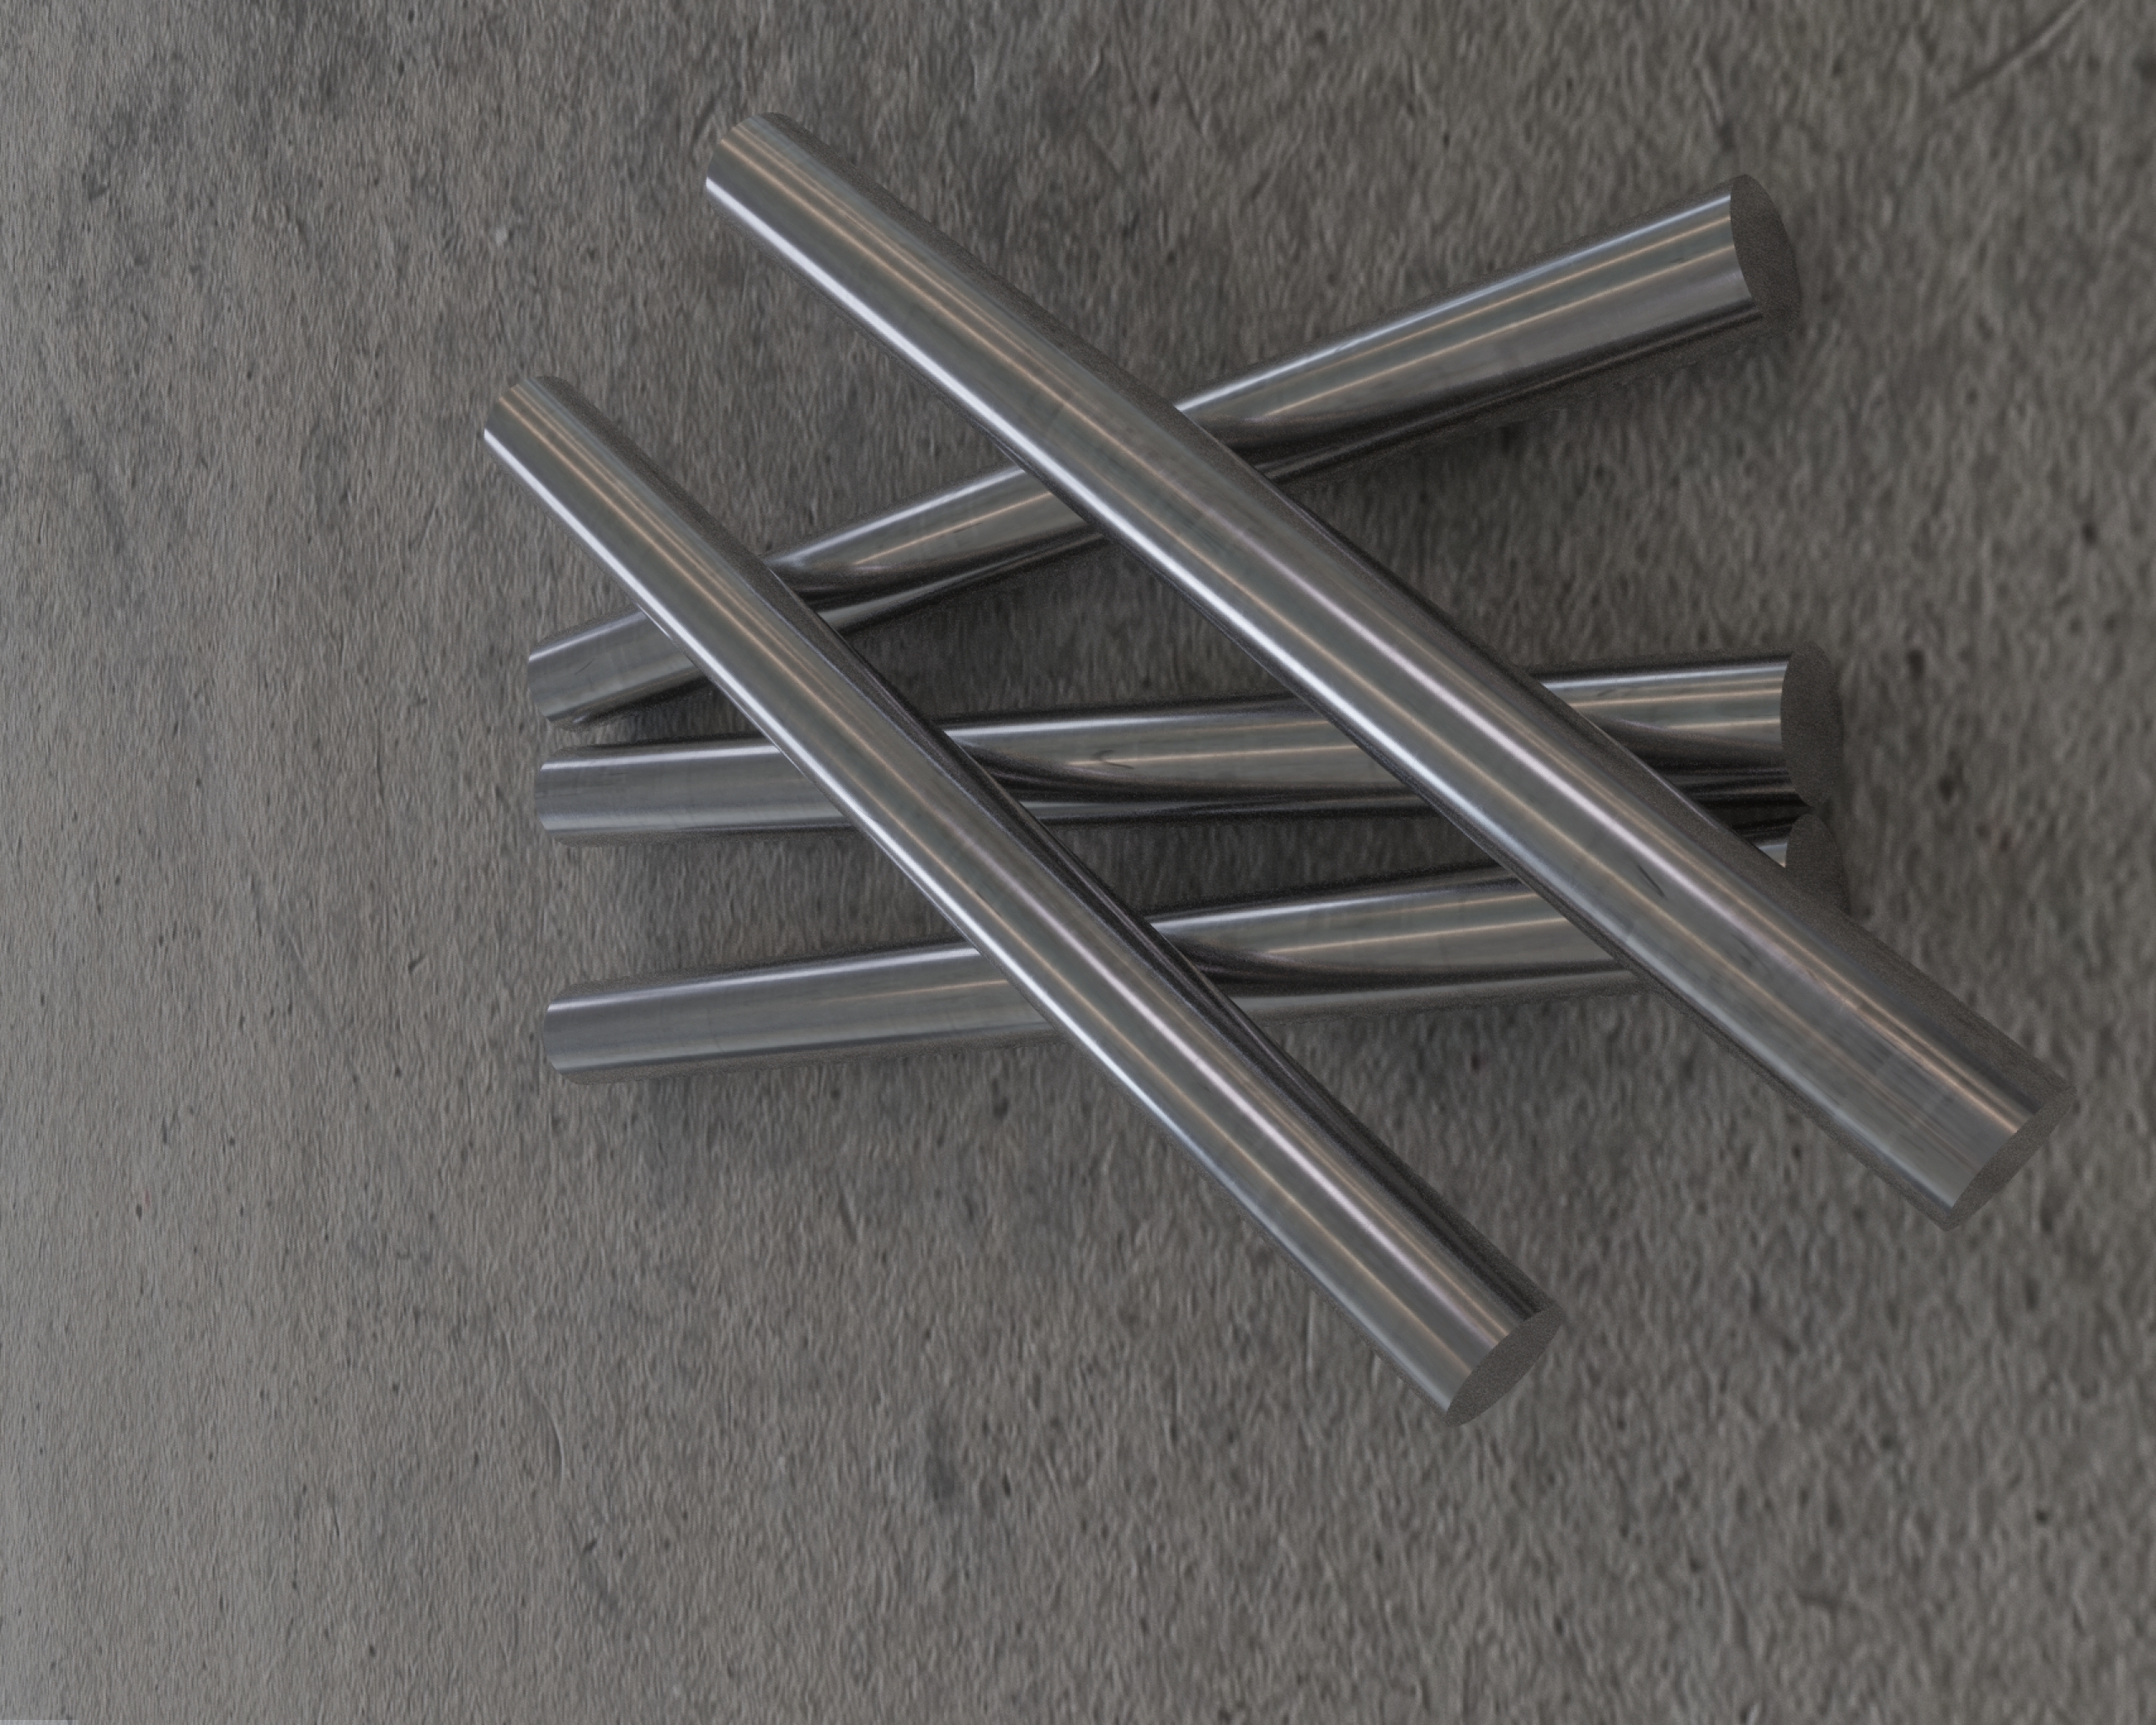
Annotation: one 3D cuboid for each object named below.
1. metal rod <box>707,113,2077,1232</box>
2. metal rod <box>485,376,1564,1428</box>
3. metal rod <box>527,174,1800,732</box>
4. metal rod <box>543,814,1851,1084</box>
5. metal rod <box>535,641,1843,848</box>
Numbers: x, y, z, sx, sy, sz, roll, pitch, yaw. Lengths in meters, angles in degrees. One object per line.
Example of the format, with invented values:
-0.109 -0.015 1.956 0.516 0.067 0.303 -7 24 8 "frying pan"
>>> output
0.028 -0.051 0.347 0.300 0.025 0.025 44 117 31 "metal rod"
-0.029 -0.011 0.394 0.300 0.025 0.025 43 116 31 "metal rod"
-0.009 -0.068 0.412 0.300 0.025 0.025 -12 82 39 "metal rod"
-0.004 0.023 0.407 0.300 0.025 0.025 -9 84 39 "metal rod"
-0.005 -0.018 0.409 0.300 0.025 0.025 -1 89 40 "metal rod"
